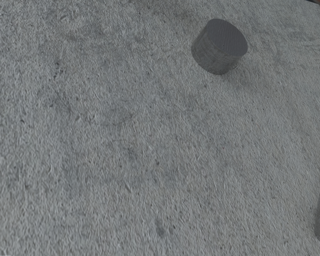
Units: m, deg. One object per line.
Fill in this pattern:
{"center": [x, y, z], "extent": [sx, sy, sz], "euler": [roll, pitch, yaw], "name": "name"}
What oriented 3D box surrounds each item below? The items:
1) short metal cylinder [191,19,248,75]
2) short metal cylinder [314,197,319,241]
{"center": [0.100, -0.137, 0.525], "extent": [0.081, 0.050, 0.080], "euler": [14, 56, -21], "name": "short metal cylinder"}
{"center": [0.261, 0.130, 0.429], "extent": [0.080, 0.080, 0.050], "euler": [36, 51, -4], "name": "short metal cylinder"}
